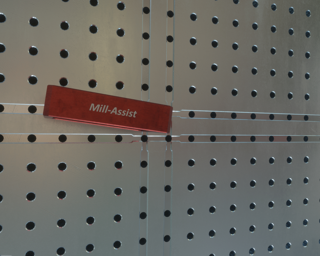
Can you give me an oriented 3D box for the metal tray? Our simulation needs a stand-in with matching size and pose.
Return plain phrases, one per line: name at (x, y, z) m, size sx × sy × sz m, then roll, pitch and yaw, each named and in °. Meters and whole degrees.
metal tray at (-0.062, -0.018, 0.354) m, size 0.131 × 0.090 × 0.030 m, roll 8°, pitch 87°, yaw -20°
